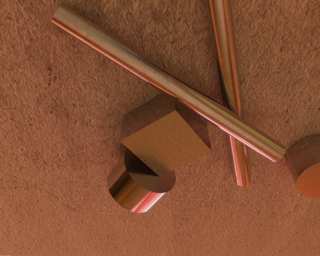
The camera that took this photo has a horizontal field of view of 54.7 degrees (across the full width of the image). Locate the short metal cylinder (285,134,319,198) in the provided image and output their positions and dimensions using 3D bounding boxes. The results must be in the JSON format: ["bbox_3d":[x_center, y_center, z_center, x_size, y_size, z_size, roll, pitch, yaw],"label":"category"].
[{"bbox_3d":[0.226,0.054,0.439,0.081,0.050,0.079,0,130,0],"label":"short metal cylinder"}]

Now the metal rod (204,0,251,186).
[{"bbox_3d":[0.089,-0.030,0.382,0.025,0.025,0.299,-12,130,9],"label":"metal rod"}]

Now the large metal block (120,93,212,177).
[{"bbox_3d":[0.008,0.006,0.396,0.080,0.050,0.080,-29,125,22],"label":"large metal block"}]

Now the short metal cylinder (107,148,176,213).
[{"bbox_3d":[-0.026,0.069,0.430,0.080,0.080,0.050,25,126,-20],"label":"short metal cylinder"}]

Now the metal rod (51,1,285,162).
[{"bbox_3d":[0.023,-0.042,0.349,0.301,0.025,0.025,30,124,-16],"label":"metal rod"}]
